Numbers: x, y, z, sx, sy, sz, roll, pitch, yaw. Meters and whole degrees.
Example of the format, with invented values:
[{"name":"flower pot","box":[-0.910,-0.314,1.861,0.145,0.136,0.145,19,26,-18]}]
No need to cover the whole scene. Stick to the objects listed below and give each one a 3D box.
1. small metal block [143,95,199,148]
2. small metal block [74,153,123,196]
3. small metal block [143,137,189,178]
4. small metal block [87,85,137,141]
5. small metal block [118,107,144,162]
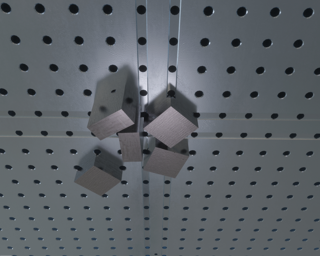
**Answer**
[{"name":"small metal block","box":[0.014,-0.007,0.405,0.050,0.025,0.050,36,121,-27]},{"name":"small metal block","box":[-0.093,0.072,0.472,0.050,0.025,0.050,36,121,-27]},{"name":"small metal block","box":[0.008,0.042,0.447,0.050,0.025,0.050,16,128,-14]},{"name":"small metal block","box":[-0.057,-0.019,0.378,0.050,0.050,0.025,-26,126,20]},{"name":"small metal block","box":[-0.036,0.008,0.402,0.025,0.050,0.050,-2,130,2]}]
